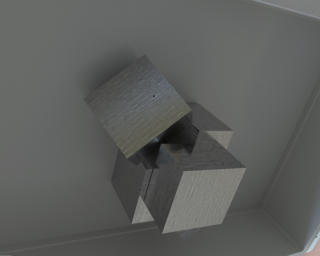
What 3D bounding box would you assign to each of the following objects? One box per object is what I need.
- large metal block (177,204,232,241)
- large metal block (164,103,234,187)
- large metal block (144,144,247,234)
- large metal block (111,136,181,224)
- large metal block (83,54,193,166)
[{"bbox_3d":[0.045,0.106,0.452,0.080,0.080,0.050,-36,94,-5],"label":"large metal block"},{"bbox_3d":[0.039,0.019,0.403,0.050,0.080,0.079,1,118,-29],"label":"large metal block"},{"bbox_3d":[0.037,0.065,0.346,0.081,0.050,0.079,2,118,-29],"label":"large metal block"},{"bbox_3d":[-0.019,0.062,0.399,0.050,0.080,0.079,1,118,-29],"label":"large metal block"},{"bbox_3d":[-0.021,-0.018,0.339,0.080,0.080,0.050,-37,164,-4],"label":"large metal block"}]
